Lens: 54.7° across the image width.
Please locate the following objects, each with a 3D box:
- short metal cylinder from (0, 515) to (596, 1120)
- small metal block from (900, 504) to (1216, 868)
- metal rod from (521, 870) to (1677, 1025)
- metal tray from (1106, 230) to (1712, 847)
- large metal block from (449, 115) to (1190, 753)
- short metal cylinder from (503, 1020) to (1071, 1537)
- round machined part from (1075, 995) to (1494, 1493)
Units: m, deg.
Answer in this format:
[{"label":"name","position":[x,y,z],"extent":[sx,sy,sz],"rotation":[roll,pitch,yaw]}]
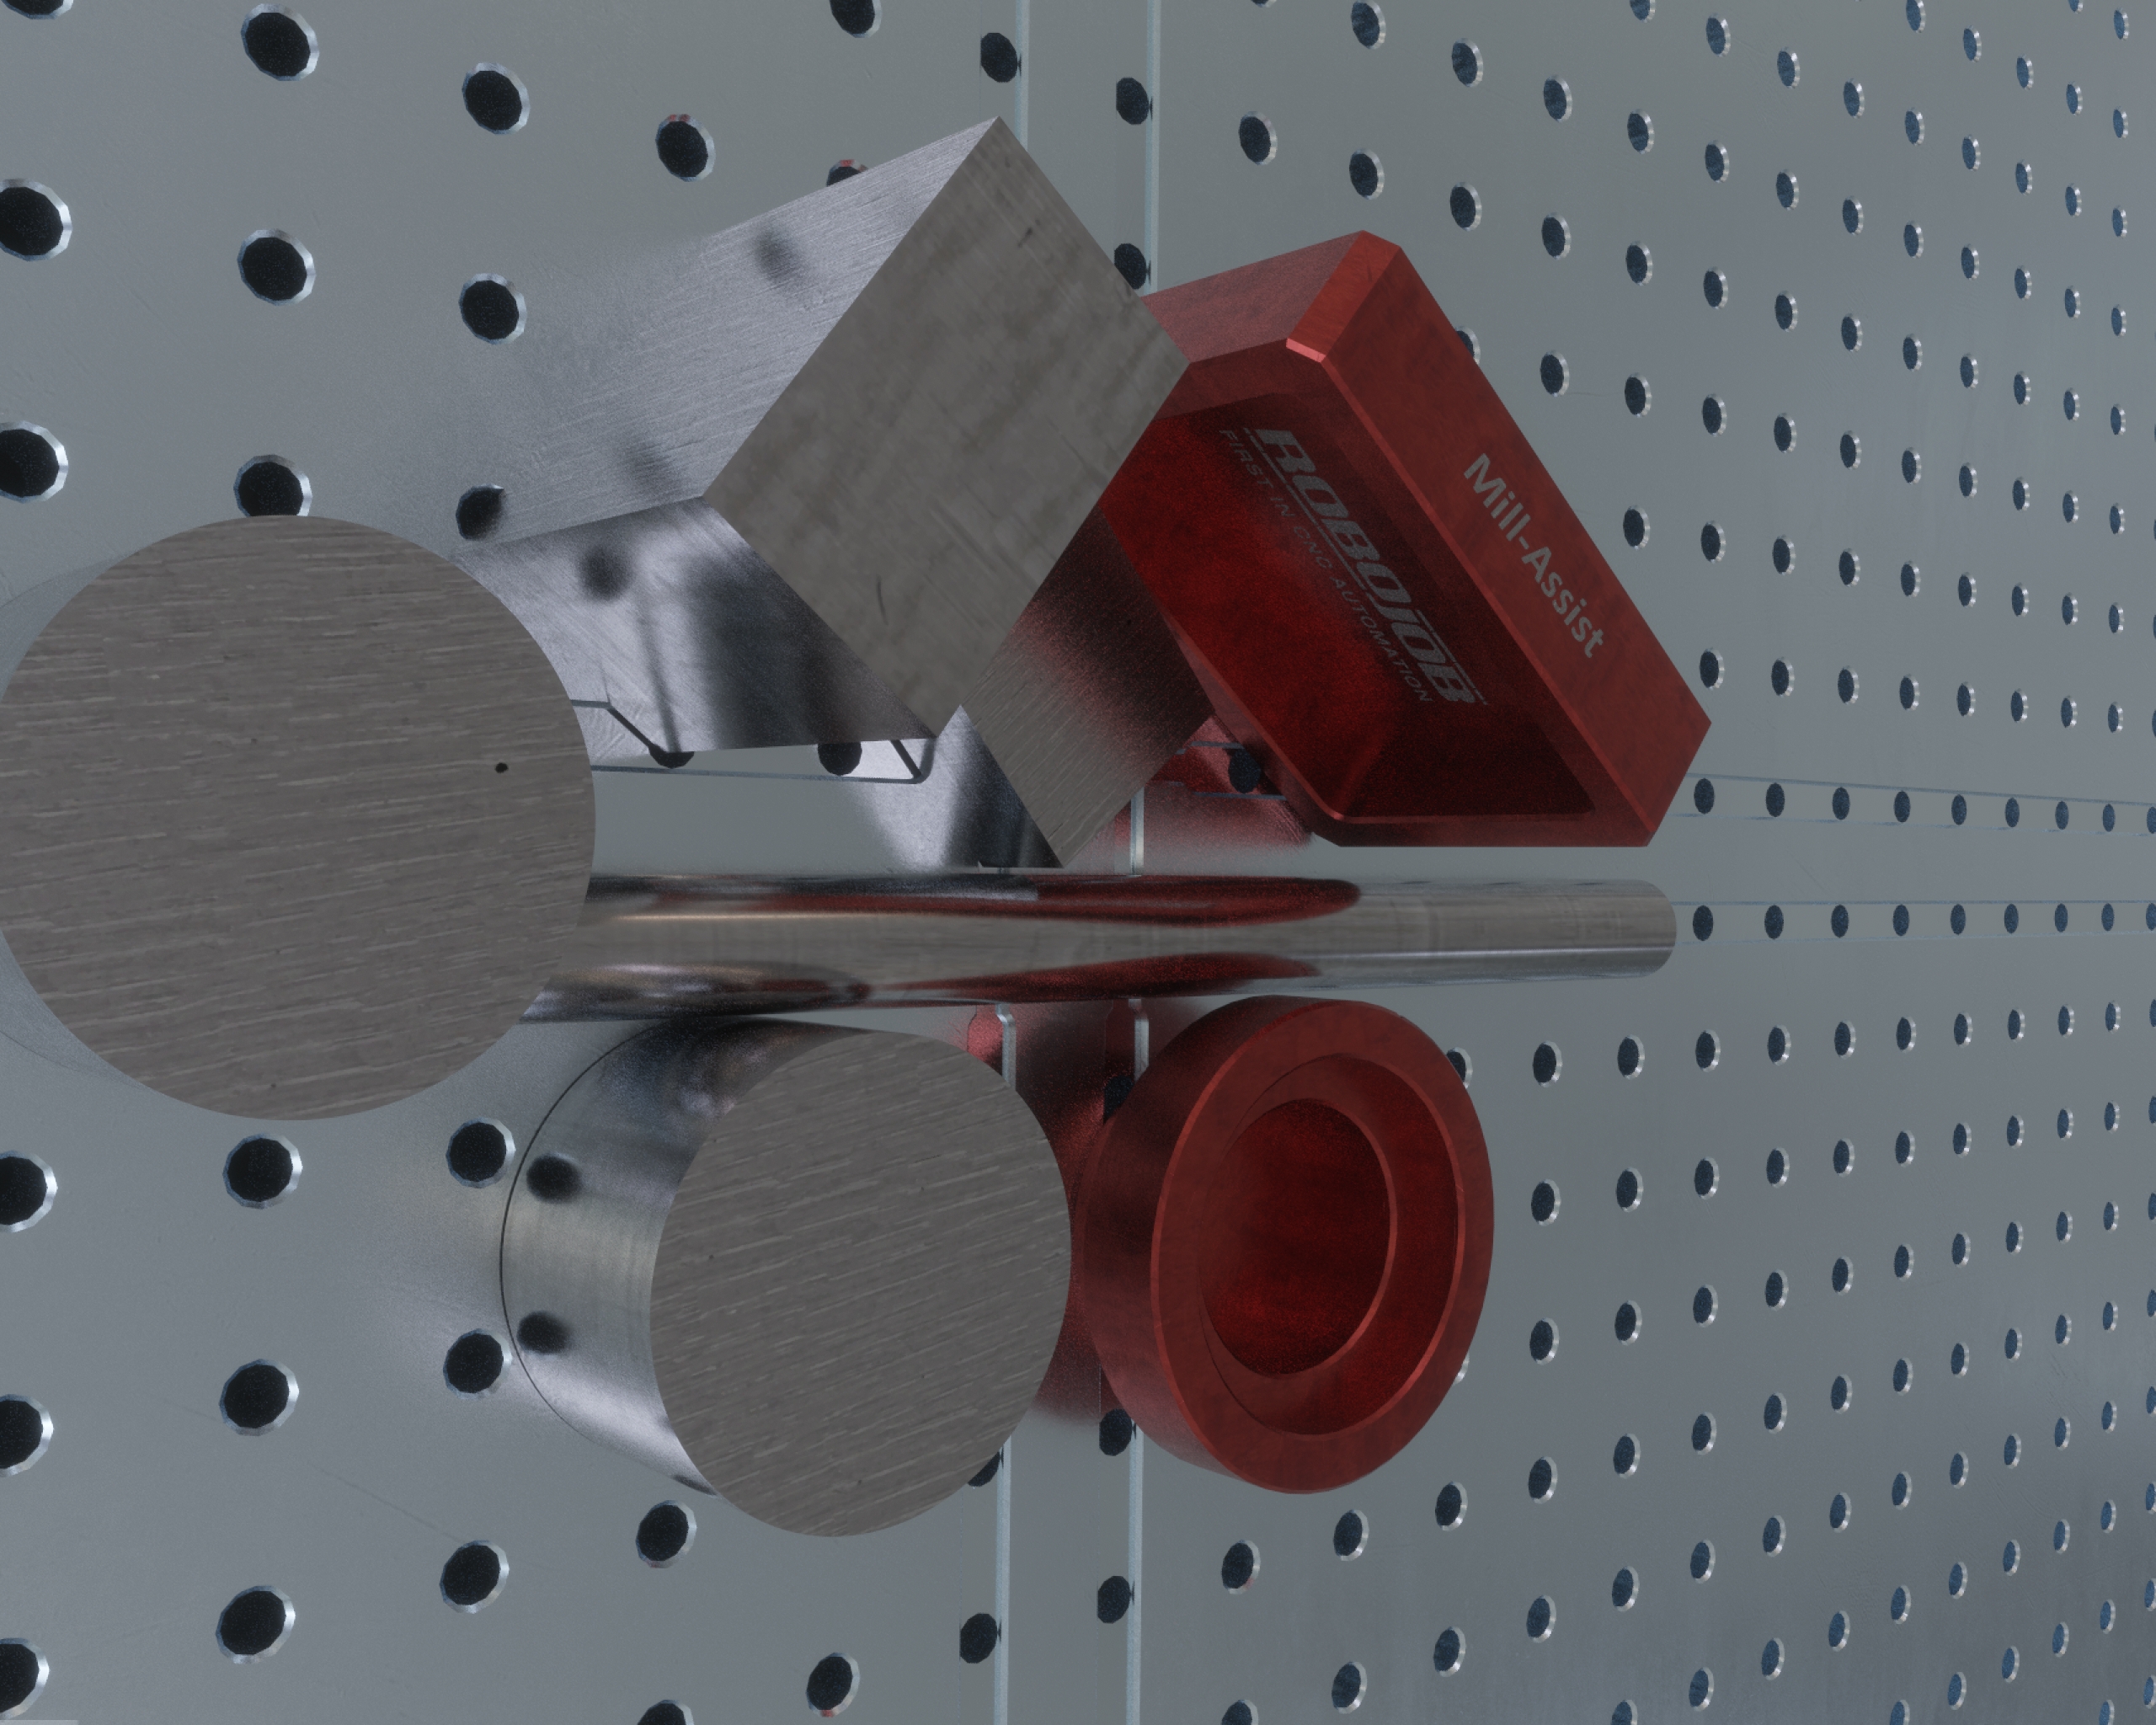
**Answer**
[{"label":"short metal cylinder","position":[-0.117,-0.006,0.294],"extent":[0.081,0.050,0.080],"rotation":[0,90,-40]},{"label":"small metal block","position":[-0.008,-0.034,0.403],"extent":[0.050,0.025,0.050],"rotation":[-47,118,-30]},{"label":"metal rod","position":[0.025,0.015,0.429],"extent":[0.302,0.025,0.025],"rotation":[1,90,-40]},{"label":"metal tray","position":[0.054,-0.056,0.411],"extent":[0.130,0.090,0.030],"rotation":[47,62,-30]},{"label":"large metal block","position":[-0.042,-0.065,0.338],"extent":[0.050,0.080,0.080],"rotation":[47,62,-31]},{"label":"short metal cylinder","position":[-0.048,0.067,0.352],"extent":[0.081,0.050,0.080],"rotation":[0,90,-40]},{"label":"round machined part","position":[0.038,0.076,0.430],"extent":[0.099,0.042,0.097],"rotation":[0,90,-40]}]
